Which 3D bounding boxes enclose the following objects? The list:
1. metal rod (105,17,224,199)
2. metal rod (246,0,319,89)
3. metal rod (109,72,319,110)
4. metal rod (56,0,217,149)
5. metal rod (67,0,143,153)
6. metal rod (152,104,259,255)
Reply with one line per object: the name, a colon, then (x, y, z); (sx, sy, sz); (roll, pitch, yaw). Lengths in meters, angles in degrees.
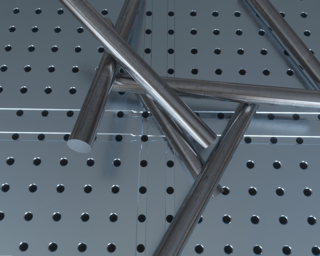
metal rod: (-0.009, -0.037, 0.425); (0.025, 0.025, 0.299); (-29, 73, -10)
metal rod: (0.209, -0.100, 0.449); (0.025, 0.025, 0.299); (-27, 72, -9)
metal rod: (0.072, -0.048, 0.400); (0.301, 0.025, 0.025); (6, 70, 3)
metal rod: (-0.043, -0.088, 0.373); (0.300, 0.025, 0.025); (45, 75, -6)
metal rod: (-0.059, -0.100, 0.404); (0.025, 0.025, 0.300); (9, 54, 3)
metal rod: (0.053, 0.065, 0.358); (0.025, 0.025, 0.301); (30, 61, 10)
